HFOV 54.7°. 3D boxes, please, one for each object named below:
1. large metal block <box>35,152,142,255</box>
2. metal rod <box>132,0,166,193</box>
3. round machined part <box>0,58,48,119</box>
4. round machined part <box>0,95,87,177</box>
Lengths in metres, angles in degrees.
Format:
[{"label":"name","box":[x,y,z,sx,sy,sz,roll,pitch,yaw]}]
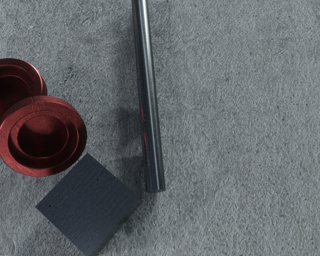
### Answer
[{"label":"large metal block","box":[-0.079,0.089,0.361,0.080,0.050,0.080,38,74,12]},{"label":"metal rod","box":[-0.019,-0.062,0.430,0.025,0.025,0.299,-5,70,-2]},{"label":"round machined part","box":[-0.199,-0.040,0.411,0.099,0.042,0.098,0,70,-1]},{"label":"round machined part","box":[-0.143,0.007,0.376,0.098,0.098,0.042,-32,34,-11]}]
